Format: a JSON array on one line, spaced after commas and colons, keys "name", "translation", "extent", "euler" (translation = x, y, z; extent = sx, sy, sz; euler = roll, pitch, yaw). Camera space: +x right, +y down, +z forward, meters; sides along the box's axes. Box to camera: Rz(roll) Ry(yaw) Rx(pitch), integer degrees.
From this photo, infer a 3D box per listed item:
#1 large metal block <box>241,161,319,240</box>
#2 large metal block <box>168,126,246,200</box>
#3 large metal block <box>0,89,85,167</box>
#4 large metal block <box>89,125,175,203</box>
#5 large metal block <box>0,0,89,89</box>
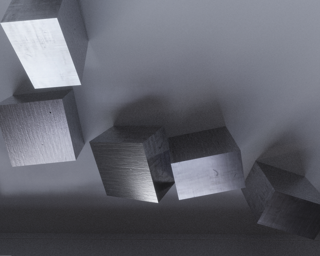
[{"name": "large metal block", "translation": [0.167, 0.095, 0.419], "extent": [0.080, 0.080, 0.050], "euler": [18, 109, -7]}, {"name": "large metal block", "translation": [0.057, 0.042, 0.398], "extent": [0.080, 0.080, 0.050], "euler": [-11, 110, 3]}, {"name": "large metal block", "translation": [-0.149, -0.001, 0.395], "extent": [0.080, 0.050, 0.079], "euler": [-6, 110, 1]}, {"name": "large metal block", "translation": [-0.033, 0.043, 0.396], "extent": [0.080, 0.050, 0.079], "euler": [0, 114, 31]}, {"name": "large metal block", "translation": [-0.114, -0.100, 0.328], "extent": [0.050, 0.080, 0.080], "euler": [-5, 141, 1]}]
